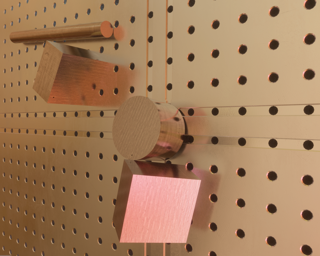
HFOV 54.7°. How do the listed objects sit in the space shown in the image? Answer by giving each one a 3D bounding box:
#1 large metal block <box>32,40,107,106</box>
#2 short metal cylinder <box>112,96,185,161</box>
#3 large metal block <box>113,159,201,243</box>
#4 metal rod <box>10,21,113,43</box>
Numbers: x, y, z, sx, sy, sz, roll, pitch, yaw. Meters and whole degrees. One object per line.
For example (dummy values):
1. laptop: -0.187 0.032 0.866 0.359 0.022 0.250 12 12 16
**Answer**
1. large metal block: -0.142 -0.084 0.491 0.050 0.081 0.079 38 113 33
2. short metal cylinder: -0.015 0.002 0.400 0.080 0.050 0.080 -6 80 38
3. large metal block: -0.006 0.087 0.369 0.050 0.081 0.079 -143 63 -68
4. metal rod: -0.196 -0.173 0.571 0.300 0.025 0.025 11 97 39
